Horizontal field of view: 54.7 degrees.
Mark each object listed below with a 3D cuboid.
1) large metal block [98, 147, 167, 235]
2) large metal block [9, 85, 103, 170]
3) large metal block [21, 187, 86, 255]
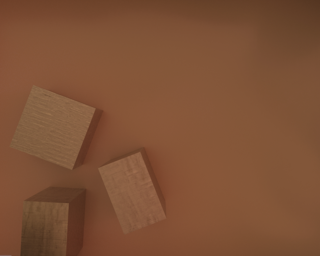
[{"bbox_3d":[-0.031,0.072,0.384,0.050,0.080,0.080,-21,90,0],"label":"large metal block"},{"bbox_3d":[-0.129,-0.001,0.398,0.080,0.050,0.080,21,90,0],"label":"large metal block"},{"bbox_3d":[-0.128,0.122,0.383,0.050,0.080,0.080,3,90,0],"label":"large metal block"}]
